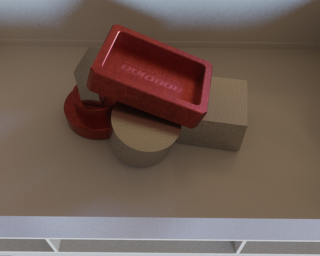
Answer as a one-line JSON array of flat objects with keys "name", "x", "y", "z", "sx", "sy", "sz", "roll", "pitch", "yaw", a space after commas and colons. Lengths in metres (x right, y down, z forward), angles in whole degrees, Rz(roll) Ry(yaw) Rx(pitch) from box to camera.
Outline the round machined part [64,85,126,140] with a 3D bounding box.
[{"name": "round machined part", "x": -0.081, "y": -0.035, "z": 0.420, "sx": 0.099, "sy": 0.042, "sz": 0.098, "roll": 0, "pitch": 50, "yaw": 0}]

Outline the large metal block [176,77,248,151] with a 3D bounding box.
[{"name": "large metal block", "x": 0.068, "y": -0.022, "z": 0.404, "sx": 0.080, "sy": 0.050, "sz": 0.080, "roll": 8, "pitch": 50, "yaw": 6}]

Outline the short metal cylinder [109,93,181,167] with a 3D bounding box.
[{"name": "short metal cylinder", "x": -0.020, "y": 0.001, "z": 0.371, "sx": 0.081, "sy": 0.050, "sz": 0.080, "roll": 6, "pitch": 63, "yaw": -11}]

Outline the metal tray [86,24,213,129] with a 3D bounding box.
[{"name": "metal tray", "x": -0.007, "y": -0.061, "z": 0.359, "sx": 0.131, "sy": 0.030, "sz": 0.090, "roll": 20, "pitch": 50, "yaw": -8}]

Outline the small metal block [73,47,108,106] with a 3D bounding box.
[{"name": "small metal block", "x": -0.081, "y": -0.064, "z": 0.385, "sx": 0.025, "sy": 0.050, "sz": 0.050, "roll": 10, "pitch": 51, "yaw": 8}]
